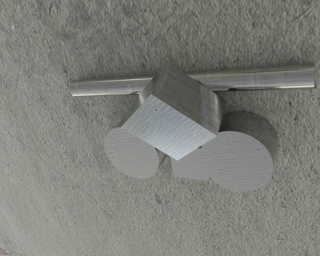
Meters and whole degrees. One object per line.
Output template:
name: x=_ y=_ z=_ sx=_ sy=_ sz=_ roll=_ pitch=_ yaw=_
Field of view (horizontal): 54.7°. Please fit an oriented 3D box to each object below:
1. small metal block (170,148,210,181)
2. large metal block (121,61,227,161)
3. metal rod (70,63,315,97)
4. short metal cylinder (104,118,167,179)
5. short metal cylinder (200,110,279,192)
small metal block: x=0.042 y=0.040 z=0.412 sx=0.050 sy=0.025 sz=0.050 roll=2 pitch=120 yaw=27
large metal block: x=0.014 y=-0.015 z=0.352 sx=0.080 sy=0.050 sz=0.080 roll=31 pitch=144 yaw=-13
metal rod: x=0.015 y=-0.053 z=0.367 sx=0.300 sy=0.025 sz=0.025 roll=1 pitch=119 yaw=27
short metal cylinder: x=-0.027 y=0.022 z=0.419 sx=0.080 sy=0.050 sz=0.079 roll=13 pitch=124 yaw=21
short metal cylinder: x=0.093 y=0.026 z=0.359 sx=0.080 sy=0.050 sz=0.079 roll=13 pitch=124 yaw=21
